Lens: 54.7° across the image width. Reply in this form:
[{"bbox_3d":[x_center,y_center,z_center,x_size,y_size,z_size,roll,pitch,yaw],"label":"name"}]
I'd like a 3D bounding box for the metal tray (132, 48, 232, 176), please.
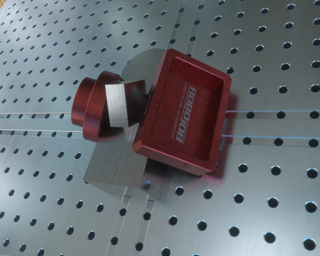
[{"bbox_3d":[0.030,-0.020,0.365,0.030,0.091,0.130,139,150,-62],"label":"metal tray"}]

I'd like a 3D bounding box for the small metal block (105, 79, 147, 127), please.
[{"bbox_3d":[-0.039,-0.031,0.377,0.025,0.050,0.050,1,105,26],"label":"small metal block"}]

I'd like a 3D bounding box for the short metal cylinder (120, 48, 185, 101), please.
[{"bbox_3d":[-0.008,-0.064,0.435,0.080,0.050,0.080,-13,56,21],"label":"short metal cylinder"}]

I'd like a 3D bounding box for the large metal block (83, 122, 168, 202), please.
[{"bbox_3d":[-0.037,0.040,0.387,0.080,0.050,0.080,2,63,29],"label":"large metal block"}]

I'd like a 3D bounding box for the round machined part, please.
[{"bbox_3d":[-0.089,-0.031,0.422,0.042,0.098,0.098,16,66,-1],"label":"round machined part"}]
